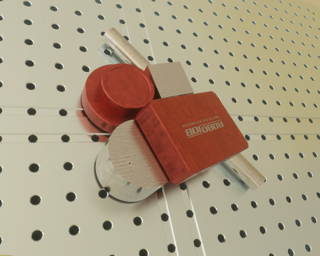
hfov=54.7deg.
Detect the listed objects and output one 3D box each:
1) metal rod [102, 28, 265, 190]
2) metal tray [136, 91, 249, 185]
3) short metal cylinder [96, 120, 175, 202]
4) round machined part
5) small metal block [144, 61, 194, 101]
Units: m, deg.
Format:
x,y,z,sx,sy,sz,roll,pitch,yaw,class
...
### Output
x,y,z,sx,sy,sz,roll,pitch,yaw,class
0.031,-0.029,0.438,0.300,0.025,0.025,45,51,3,metal rod
0.044,0.005,0.371,0.131,0.030,0.090,-14,69,-47,metal tray
-0.026,0.037,0.350,0.081,0.050,0.080,14,56,-21,short metal cylinder
-0.046,-0.043,0.393,0.099,0.042,0.098,13,57,-20,round machined part
0.010,-0.059,0.415,0.050,0.025,0.050,-13,71,-28,small metal block
